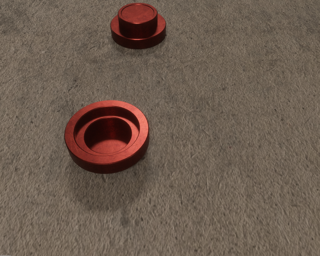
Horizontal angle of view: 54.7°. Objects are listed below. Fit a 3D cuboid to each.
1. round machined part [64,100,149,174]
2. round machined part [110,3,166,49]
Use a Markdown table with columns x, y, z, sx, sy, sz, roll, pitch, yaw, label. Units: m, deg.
| x | y | z | sx | sy | sz | roll | pitch | yaw | label |
| --- | --- | --- | --- | --- | --- | --- | --- | --- | --- |
| -0.062 | 0.015 | 0.379 | 0.099 | 0.042 | 0.098 | 0 | 50 | 0 | round machined part |
| -0.039 | -0.186 | 0.548 | 0.099 | 0.042 | 0.098 | 0 | 50 | 0 | round machined part |
